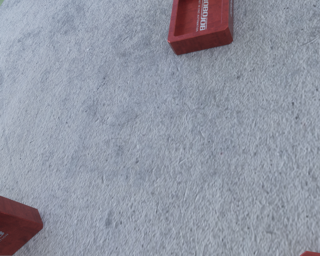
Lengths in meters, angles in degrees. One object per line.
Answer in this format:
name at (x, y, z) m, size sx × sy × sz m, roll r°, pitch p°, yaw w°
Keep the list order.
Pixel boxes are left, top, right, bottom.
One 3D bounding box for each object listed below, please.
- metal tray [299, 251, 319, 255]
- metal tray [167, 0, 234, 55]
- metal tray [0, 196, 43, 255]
metal tray at (0.170, 0.147, 0.220) m, size 0.130 × 0.030 × 0.090 m, roll 0°, pitch 61°, yaw 28°
metal tray at (0.065, -0.178, 0.475) m, size 0.090 × 0.030 × 0.130 m, roll -6°, pitch 59°, yaw 25°
metal tray at (-0.230, 0.146, 0.393) m, size 0.130 × 0.090 × 0.030 m, roll -42°, pitch 51°, yaw 0°
